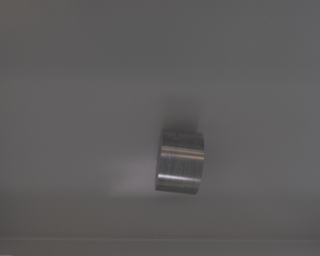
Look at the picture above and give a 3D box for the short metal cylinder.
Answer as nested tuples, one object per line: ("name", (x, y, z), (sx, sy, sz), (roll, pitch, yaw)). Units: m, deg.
("short metal cylinder", (0.023, 0.043, 0.398), (0.050, 0.080, 0.079), (7, 110, -3))
